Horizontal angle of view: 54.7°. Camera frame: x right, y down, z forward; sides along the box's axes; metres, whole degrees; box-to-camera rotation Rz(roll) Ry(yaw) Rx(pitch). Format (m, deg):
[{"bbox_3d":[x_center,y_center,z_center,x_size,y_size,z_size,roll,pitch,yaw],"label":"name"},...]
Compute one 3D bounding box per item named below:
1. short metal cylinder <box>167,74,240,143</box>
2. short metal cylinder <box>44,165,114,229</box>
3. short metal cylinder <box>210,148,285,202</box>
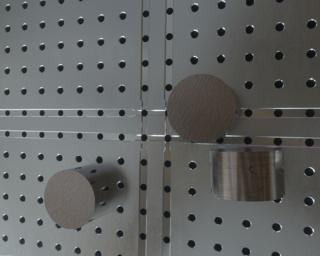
[{"bbox_3d":[0.055,-0.023,0.380,0.080,0.050,0.079,0,90,19],"label":"short metal cylinder"},{"bbox_3d":[-0.114,0.096,0.438,0.080,0.050,0.079,0,90,19],"label":"short metal cylinder"},{"bbox_3d":[0.097,0.049,0.349,0.080,0.080,0.050,-2,90,19],"label":"short metal cylinder"}]
